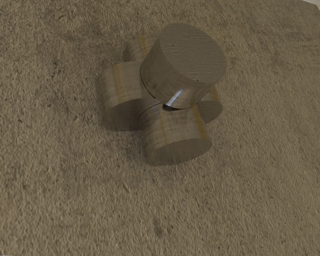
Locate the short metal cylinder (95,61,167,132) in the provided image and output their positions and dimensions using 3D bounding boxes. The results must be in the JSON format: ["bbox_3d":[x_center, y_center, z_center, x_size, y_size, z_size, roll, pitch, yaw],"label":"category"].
[{"bbox_3d":[-0.034,-0.036,0.375,0.081,0.080,0.050,-1,63,-29],"label":"short metal cylinder"}]

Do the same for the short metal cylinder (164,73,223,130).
[{"bbox_3d":[0.037,-0.036,0.414,0.081,0.080,0.050,0,62,-29],"label":"short metal cylinder"}]

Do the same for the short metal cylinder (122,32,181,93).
[{"bbox_3d":[-0.006,-0.082,0.418,0.081,0.080,0.050,-2,63,-30],"label":"short metal cylinder"}]

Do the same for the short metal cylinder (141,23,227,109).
[{"bbox_3d":[0.025,-0.068,0.343,0.081,0.050,0.080,14,56,-21],"label":"short metal cylinder"}]

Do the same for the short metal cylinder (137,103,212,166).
[{"bbox_3d":[0.017,0.008,0.376,0.081,0.080,0.050,0,62,-29],"label":"short metal cylinder"}]
